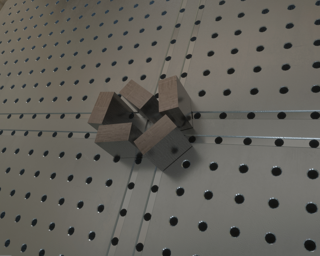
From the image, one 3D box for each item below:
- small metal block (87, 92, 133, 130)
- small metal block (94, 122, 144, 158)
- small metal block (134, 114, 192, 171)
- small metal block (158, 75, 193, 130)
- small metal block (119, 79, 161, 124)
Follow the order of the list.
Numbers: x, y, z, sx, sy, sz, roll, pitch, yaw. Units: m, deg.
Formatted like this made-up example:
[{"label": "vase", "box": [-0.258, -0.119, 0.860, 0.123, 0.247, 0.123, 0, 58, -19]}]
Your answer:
[{"label": "small metal block", "box": [-0.069, -0.017, 0.440, 0.025, 0.050, 0.050, 3, 64, 30]}, {"label": "small metal block", "box": [-0.048, 0.018, 0.407, 0.050, 0.050, 0.025, -5, 60, 26]}, {"label": "small metal block", "box": [0.005, 0.019, 0.378, 0.050, 0.050, 0.025, -41, 50, 1]}, {"label": "small metal block", "box": [0.020, -0.031, 0.401, 0.025, 0.050, 0.050, -15, 55, 20]}, {"label": "small metal block", "box": [-0.021, -0.033, 0.425, 0.025, 0.050, 0.050, -48, 52, -4]}]
